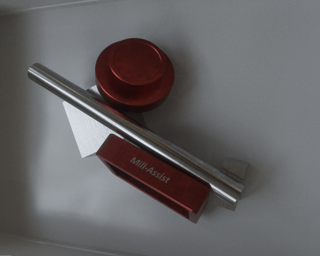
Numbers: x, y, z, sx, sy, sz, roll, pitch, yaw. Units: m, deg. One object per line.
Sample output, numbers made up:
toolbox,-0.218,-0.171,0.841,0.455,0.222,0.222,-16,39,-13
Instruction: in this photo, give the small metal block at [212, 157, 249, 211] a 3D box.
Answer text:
small metal block,0.085,0.064,0.365,0.025,0.050,0.050,15,95,19

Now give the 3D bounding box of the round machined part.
round machined part,-0.030,-0.071,0.382,0.099,0.042,0.098,5,65,-10

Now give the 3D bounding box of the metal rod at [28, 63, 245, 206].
metal rod,-0.041,-0.002,0.368,0.301,0.025,0.025,31,100,17

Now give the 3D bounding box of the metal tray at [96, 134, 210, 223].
metal tray,-0.006,0.063,0.372,0.130,0.090,0.030,28,72,17

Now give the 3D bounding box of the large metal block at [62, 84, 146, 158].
large metal block,-0.072,-0.013,0.420,0.080,0.050,0.080,-24,82,18
